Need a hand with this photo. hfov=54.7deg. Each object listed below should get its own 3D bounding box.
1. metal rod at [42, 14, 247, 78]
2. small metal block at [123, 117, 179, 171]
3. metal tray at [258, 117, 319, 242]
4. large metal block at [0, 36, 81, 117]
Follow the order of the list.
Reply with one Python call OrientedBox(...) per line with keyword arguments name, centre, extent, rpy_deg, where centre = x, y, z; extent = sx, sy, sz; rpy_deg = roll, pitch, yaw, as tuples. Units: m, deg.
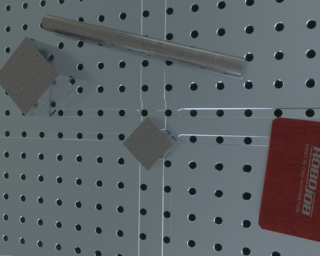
OrientedBox(name="metal rod", centre=(-0.034, -0.116, 0.423), extent=(0.301, 0.025, 0.025), rpy_deg=(18, 96, 18))
OrientedBox(name="small metal block", centre=(-0.012, 0.021, 0.416), extent=(0.050, 0.025, 0.050), rpy_deg=(46, 104, 14))
OrientedBox(name="metal tray", centre=(0.167, 0.057, 0.351), extent=(0.090, 0.030, 0.129), rpy_deg=(8, 93, 19))
OrientedBox(name="large metal block", centre=(-0.182, -0.073, 0.462), extent=(0.080, 0.050, 0.080), rpy_deg=(-46, 76, 14))
